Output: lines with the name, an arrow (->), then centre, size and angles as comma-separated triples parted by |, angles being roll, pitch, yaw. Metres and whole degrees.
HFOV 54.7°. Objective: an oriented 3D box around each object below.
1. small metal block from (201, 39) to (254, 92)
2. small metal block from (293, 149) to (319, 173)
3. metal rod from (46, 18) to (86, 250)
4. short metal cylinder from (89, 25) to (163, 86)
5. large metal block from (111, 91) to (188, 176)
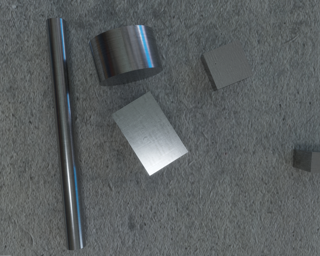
small metal block -> 0.088, -0.082, 0.411 | 0.050, 0.025, 0.050 | -22, 90, -1
small metal block -> 0.208, 0.043, 0.400 | 0.050, 0.050, 0.025 | 4, 90, -1
metal rod -> -0.124, 0.008, 0.408 | 0.025, 0.025, 0.298 | -5, 90, -1
short metal cylinder -> -0.041, -0.087, 0.382 | 0.080, 0.080, 0.050 | -14, 90, 0
large metal block -> -0.011, 0.006, 0.382 | 0.050, 0.080, 0.080 | -32, 90, 0
